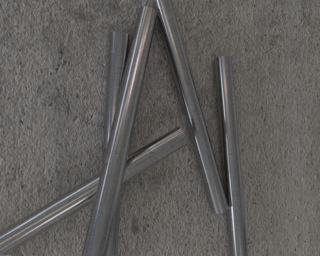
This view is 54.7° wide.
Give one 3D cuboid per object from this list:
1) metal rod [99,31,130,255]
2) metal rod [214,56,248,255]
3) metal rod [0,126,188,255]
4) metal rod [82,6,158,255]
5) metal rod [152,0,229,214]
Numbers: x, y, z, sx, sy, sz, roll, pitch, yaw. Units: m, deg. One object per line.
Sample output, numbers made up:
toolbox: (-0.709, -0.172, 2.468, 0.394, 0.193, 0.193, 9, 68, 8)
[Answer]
metal rod: (-0.059, 0.032, 0.387, 0.025, 0.025, 0.298, 3, 89, -20)
metal rod: (0.103, 0.048, 0.446, 0.025, 0.025, 0.298, -6, 92, -20)
metal rod: (-0.100, 0.084, 0.352, 0.301, 0.025, 0.025, -30, 100, -10)
metal rod: (-0.041, -0.010, 0.356, 0.025, 0.025, 0.299, 17, 70, -19)
metal rod: (0.044, -0.026, 0.424, 0.025, 0.025, 0.298, -18, 96, -19)
